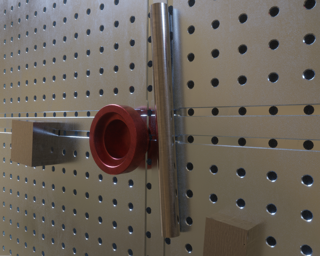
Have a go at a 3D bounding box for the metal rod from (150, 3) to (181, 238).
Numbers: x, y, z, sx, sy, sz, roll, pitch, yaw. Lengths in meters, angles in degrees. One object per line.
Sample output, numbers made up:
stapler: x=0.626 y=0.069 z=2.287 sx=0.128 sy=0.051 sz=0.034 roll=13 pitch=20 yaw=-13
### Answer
metal rod: x=0.006 y=-0.012 z=0.404 sx=0.025 sy=0.025 sz=0.298 roll=-5 pitch=87 yaw=40

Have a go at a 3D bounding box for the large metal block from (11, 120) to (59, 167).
large metal block: x=-0.240 y=0.026 z=0.591 sx=0.080 sy=0.050 sz=0.079 roll=5 pitch=94 yaw=40

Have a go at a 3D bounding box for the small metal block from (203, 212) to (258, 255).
small metal block: x=0.078 y=0.128 z=0.345 sx=0.050 sy=0.025 sz=0.050 roll=7 pitch=94 yaw=39

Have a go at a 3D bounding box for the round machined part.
round machined part: x=-0.054 y=0.016 z=0.443 sx=0.098 sy=0.042 sz=0.097 roll=0 pitch=90 yaw=40
